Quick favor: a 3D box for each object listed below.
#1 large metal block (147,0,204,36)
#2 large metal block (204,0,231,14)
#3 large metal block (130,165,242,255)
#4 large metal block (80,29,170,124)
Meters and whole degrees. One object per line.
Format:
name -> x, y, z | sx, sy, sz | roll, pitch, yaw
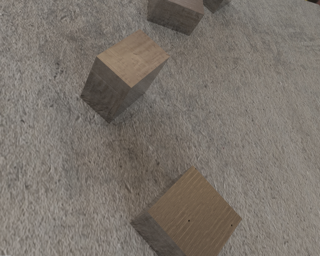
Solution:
large metal block -> 0.026, -0.217, 0.534 | 0.081, 0.050, 0.080 | 13, 56, -21
large metal block -> 0.110, -0.288, 0.622 | 0.080, 0.050, 0.080 | 44, 51, 2
large metal block -> 0.029, 0.102, 0.341 | 0.080, 0.050, 0.080 | 48, 51, 5
large metal block -> -0.044, -0.063, 0.383 | 0.050, 0.080, 0.080 | 43, 51, 1
